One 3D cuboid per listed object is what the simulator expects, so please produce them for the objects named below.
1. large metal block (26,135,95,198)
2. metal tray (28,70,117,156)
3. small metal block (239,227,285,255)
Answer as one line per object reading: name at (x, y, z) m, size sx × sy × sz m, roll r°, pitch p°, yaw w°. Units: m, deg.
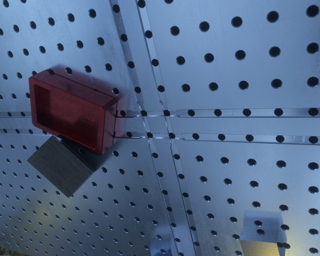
large metal block at (-0.150, 0.060, 0.486) m, size 0.080 × 0.050 × 0.080 m, roll 43°, pitch 169°, yaw -2°
metal tray at (-0.132, -0.022, 0.463) m, size 0.130 × 0.030 × 0.089 m, roll 23°, pitch 127°, yaw 14°
small metal block at (0.145, 0.170, 0.440) m, size 0.050 × 0.025 × 0.050 m, roll -6°, pitch 116°, yaw 31°
